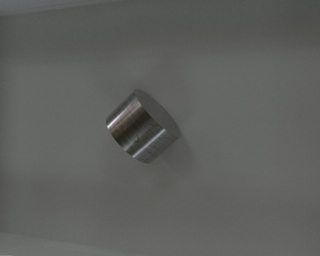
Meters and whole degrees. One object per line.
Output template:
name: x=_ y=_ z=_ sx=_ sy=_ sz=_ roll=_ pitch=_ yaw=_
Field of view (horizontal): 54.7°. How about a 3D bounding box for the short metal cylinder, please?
short metal cylinder: x=-0.019 y=-0.003 z=0.385 sx=0.050 sy=0.080 sz=0.080 roll=-43 pitch=77 yaw=15
